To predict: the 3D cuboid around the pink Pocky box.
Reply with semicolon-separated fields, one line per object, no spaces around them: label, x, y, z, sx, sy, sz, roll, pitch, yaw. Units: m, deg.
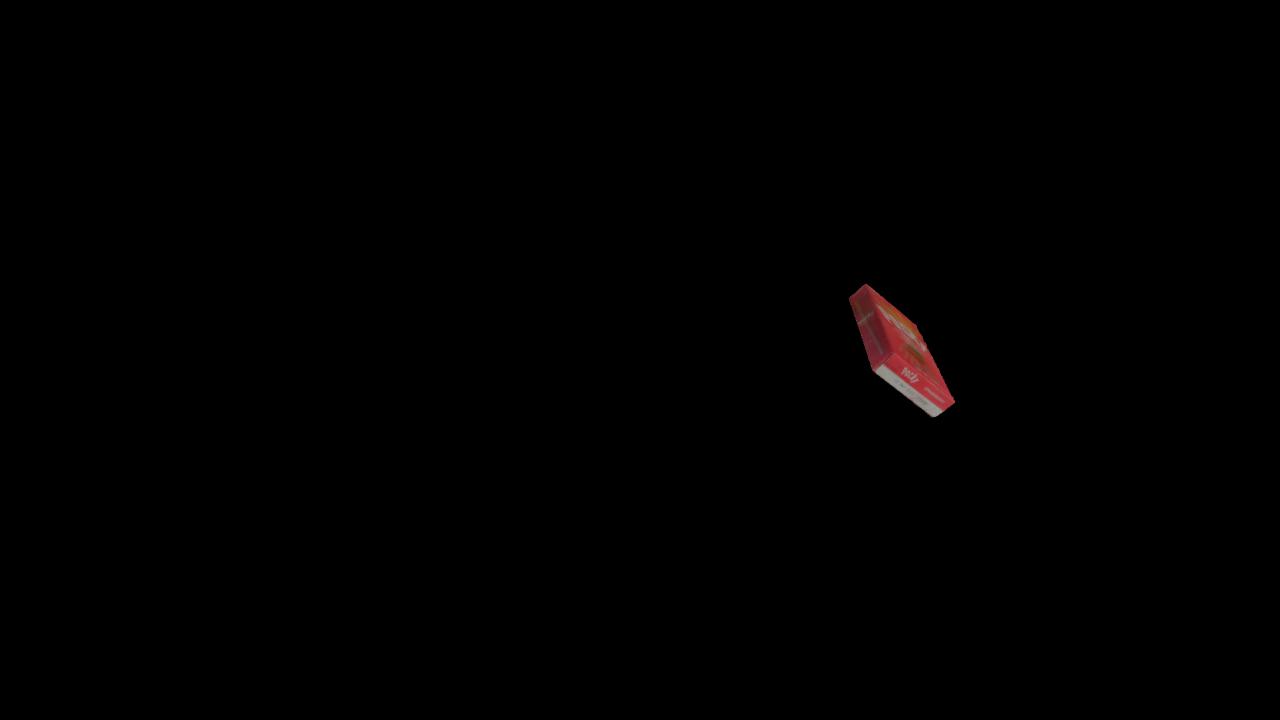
pink Pocky box;0.264;-0.015;0.632;0.084;0.029;0.155;36;30;-13
